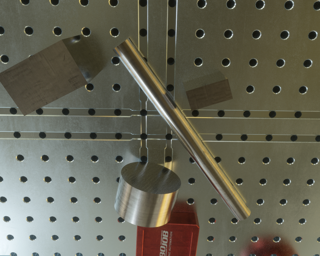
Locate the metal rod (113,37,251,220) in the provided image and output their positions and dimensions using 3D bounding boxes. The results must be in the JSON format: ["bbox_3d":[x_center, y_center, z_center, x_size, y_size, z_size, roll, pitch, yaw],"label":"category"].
[{"bbox_3d":[0.038,0.013,0.418,0.025,0.025,0.299,-33,107,11],"label":"metal rod"}]

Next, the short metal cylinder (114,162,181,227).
[{"bbox_3d":[-0.017,0.087,0.416,0.081,0.080,0.050,12,110,-5],"label":"short metal cylinder"}]

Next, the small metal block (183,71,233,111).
[{"bbox_3d":[0.057,-0.047,0.383,0.050,0.050,0.025,-16,109,6],"label":"small metal block"}]

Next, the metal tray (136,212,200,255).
[{"bbox_3d":[0.009,0.193,0.481,0.091,0.030,0.129,3,110,-2],"label":"metal tray"}]

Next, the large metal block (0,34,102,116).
[{"bbox_3d":[-0.122,-0.064,0.359,0.080,0.080,0.050,-25,108,9],"label":"large metal block"}]
